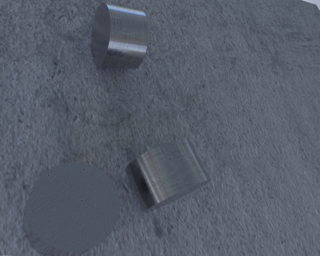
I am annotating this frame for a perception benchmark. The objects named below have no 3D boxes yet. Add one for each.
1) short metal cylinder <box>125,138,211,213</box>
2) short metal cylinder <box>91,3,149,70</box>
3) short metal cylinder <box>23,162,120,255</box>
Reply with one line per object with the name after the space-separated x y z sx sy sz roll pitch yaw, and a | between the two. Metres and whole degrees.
0.008 0.053 0.342 0.081 0.080 0.050 -15 70 -34 | short metal cylinder
-0.056 -0.121 0.413 0.050 0.080 0.080 0 62 -29 | short metal cylinder
-0.085 0.079 0.295 0.081 0.050 0.080 14 56 -21 | short metal cylinder
